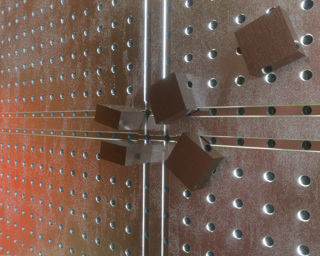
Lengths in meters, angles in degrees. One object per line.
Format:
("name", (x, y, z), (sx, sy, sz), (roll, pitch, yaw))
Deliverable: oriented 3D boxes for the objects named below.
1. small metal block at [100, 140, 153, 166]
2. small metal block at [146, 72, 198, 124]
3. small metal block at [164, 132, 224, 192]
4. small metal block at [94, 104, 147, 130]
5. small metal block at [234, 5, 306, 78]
("small metal block", (-0.047, 0.033, 0.429), (0.050, 0.050, 0.025), (10, 97, 39))
("small metal block", (0.014, -0.037, 0.396), (0.050, 0.025, 0.050), (-26, 74, 36))
("small metal block", (0.040, 0.040, 0.375), (0.050, 0.025, 0.050), (42, 115, 31))
("small metal block", (-0.055, -0.016, 0.436), (0.050, 0.050, 0.025), (18, 102, 38))
("small metal block", (0.111, -0.086, 0.317), (0.050, 0.025, 0.050), (-26, 74, 36))
